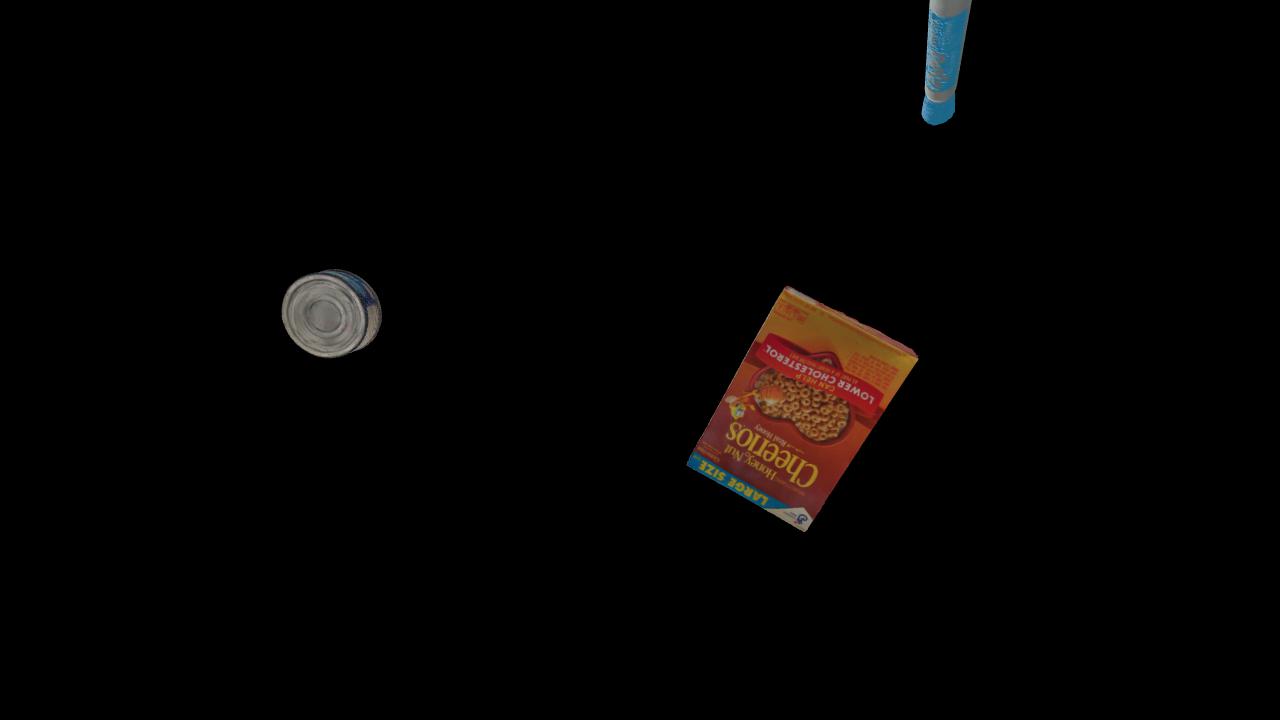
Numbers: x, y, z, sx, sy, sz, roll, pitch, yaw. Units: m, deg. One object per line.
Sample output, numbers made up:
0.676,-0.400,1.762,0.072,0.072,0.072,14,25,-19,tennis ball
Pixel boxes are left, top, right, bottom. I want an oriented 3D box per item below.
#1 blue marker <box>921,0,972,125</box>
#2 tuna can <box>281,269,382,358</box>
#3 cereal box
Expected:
0.164,-0.163,0.331,0.020,0.020,0.121,0,-9,23,blue marker
-0.299,-0.045,0.596,0.084,0.084,0.034,0,13,1,tuna can
0.226,0.073,0.895,0.203,0.306,0.081,30,18,9,cereal box
